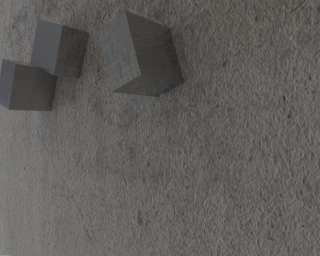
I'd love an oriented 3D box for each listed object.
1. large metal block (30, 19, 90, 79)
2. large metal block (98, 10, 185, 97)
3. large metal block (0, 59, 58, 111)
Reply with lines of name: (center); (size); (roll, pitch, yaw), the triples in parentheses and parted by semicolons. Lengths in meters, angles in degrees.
large metal block: (-0.174, -0.136, 0.533); (0.080, 0.050, 0.079); (25, 106, 37)
large metal block: (-0.022, -0.088, 0.388); (0.050, 0.081, 0.080); (-23, 75, 38)
large metal block: (-0.243, -0.077, 0.570); (0.050, 0.081, 0.079); (23, 105, 38)
